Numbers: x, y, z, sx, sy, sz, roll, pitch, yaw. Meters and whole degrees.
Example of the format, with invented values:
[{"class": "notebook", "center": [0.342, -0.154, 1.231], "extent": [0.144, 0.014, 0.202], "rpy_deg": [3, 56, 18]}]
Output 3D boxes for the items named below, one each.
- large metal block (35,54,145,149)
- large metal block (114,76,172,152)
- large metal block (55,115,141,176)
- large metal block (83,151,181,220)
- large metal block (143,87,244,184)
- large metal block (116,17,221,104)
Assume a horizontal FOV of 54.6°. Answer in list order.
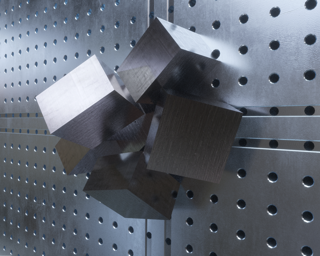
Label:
[{"class": "large metal block", "center": [-0.077, -0.025, 0.356], "extent": [0.080, 0.080, 0.050], "rpy_deg": [-34, 67, 8]}, {"class": "large metal block", "center": [-0.020, -0.012, 0.413], "extent": [0.080, 0.050, 0.080], "rpy_deg": [-47, 62, 30]}, {"class": "large metal block", "center": [-0.089, 0.021, 0.447], "extent": [0.080, 0.081, 0.050], "rpy_deg": [-46, 63, 30]}, {"class": "large metal block", "center": [-0.035, 0.075, 0.394], "extent": [0.080, 0.080, 0.050], "rpy_deg": [-11, 47, 39]}, {"class": "large metal block", "center": [0.032, 0.007, 0.338], "extent": [0.050, 0.080, 0.080], "rpy_deg": [-115, 39, -73]}, {"class": "large metal block", "center": [0.010, -0.073, 0.366], "extent": [0.080, 0.081, 0.050], "rpy_deg": [-47, 63, 30]}]
